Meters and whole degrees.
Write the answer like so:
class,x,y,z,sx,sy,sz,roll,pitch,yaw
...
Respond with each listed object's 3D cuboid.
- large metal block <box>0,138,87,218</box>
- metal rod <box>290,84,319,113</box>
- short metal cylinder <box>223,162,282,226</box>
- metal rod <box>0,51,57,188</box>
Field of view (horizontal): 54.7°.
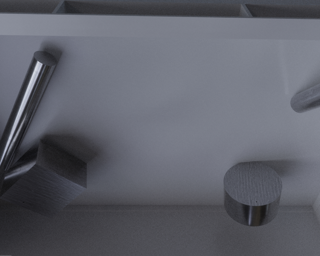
class,x,y,z,sx,sy,sz,roll,pitch,yaw
large metal block,-0.163,0.074,0.441,0.080,0.050,0.080,-40,126,18
metal rod,0.178,-0.046,0.241,0.025,0.025,0.300,0,174,0
short metal cylinder,0.135,0.096,0.457,0.080,0.080,0.050,-6,130,5
metal rod,-0.205,0.020,0.423,0.025,0.025,0.298,25,126,-20
